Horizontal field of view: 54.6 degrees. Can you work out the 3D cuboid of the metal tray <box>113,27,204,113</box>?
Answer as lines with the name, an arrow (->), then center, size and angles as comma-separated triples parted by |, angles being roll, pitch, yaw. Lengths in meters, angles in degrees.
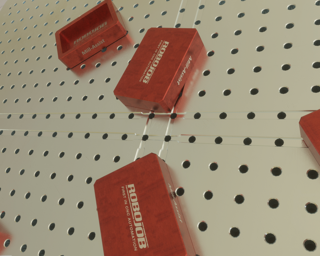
metal tray -> -0.002, -0.090, 0.462 | 0.090, 0.030, 0.130 | 13, 68, 33

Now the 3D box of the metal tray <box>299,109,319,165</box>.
metal tray -> 0.214, 0.005, 0.290 | 0.130, 0.030, 0.090 | -25, 53, 12

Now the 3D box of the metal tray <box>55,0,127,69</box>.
metal tray -> -0.133, -0.179, 0.586 | 0.130, 0.030, 0.090 | -29, 52, 10

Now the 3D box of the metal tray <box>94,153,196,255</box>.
metal tray -> -0.022, 0.103, 0.355 | 0.090, 0.030, 0.130 | -27, 52, 11
